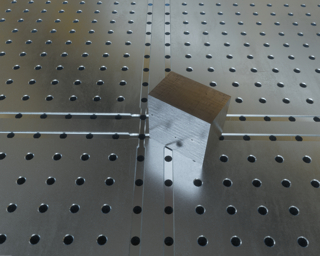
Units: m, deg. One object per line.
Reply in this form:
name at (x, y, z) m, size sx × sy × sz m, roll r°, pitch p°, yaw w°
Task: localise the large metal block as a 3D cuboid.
large metal block at (0.033, -0.012, 0.382) m, size 0.080 × 0.080 × 0.050 m, roll 27°, pitch 55°, yaw 20°
